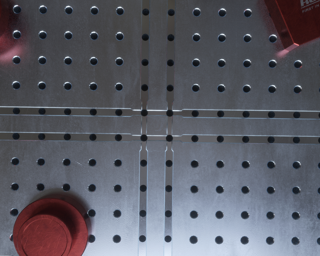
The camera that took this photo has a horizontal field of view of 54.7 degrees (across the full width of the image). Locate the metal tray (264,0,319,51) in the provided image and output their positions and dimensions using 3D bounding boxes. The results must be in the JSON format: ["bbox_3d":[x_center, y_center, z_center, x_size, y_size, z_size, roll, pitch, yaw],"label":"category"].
[{"bbox_3d":[0.216,-0.170,0.412,0.131,0.030,0.090,-23,90,0],"label":"metal tray"}]

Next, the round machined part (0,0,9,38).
[{"bbox_3d":[-0.245,-0.148,0.403,0.099,0.042,0.097,0,90,0],"label":"round machined part"}]

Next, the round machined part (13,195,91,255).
[{"bbox_3d":[-0.143,0.140,0.404,0.099,0.042,0.097,0,90,0],"label":"round machined part"}]
